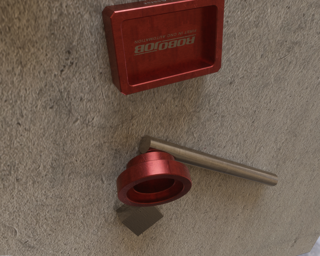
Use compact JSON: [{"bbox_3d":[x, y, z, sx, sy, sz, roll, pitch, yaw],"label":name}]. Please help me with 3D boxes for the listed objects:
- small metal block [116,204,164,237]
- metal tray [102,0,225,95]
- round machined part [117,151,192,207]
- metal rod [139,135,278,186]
[{"bbox_3d":[-0.030,0.131,0.473,0.050,0.025,0.050,-37,130,-4],"label":"small metal block"},{"bbox_3d":[0.008,-0.097,0.349,0.131,0.030,0.089,-17,126,-19],"label":"metal tray"},{"bbox_3d":[-0.009,0.067,0.417,0.099,0.042,0.098,-8,145,-5],"label":"round machined part"},{"bbox_3d":[0.096,0.060,0.498,0.302,0.025,0.025,18,109,-36],"label":"metal rod"}]
